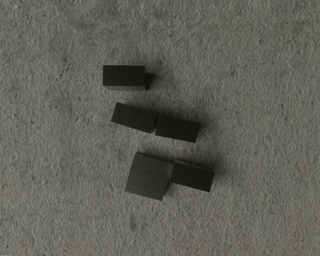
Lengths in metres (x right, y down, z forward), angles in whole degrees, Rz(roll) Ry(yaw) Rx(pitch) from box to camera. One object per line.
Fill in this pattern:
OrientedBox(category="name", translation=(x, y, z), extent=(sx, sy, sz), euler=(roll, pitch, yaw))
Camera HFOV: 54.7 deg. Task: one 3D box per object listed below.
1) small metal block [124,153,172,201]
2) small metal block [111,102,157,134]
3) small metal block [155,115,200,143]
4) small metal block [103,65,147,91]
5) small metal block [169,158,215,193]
OrientedBox(category="small metal block", translation=(-0.015, 0.064, 0.410), extent=(0.050, 0.025, 0.050), euler=(15, 90, 0))
OrientedBox(category="small metal block", translation=(-0.031, -0.012, 0.397), extent=(0.050, 0.050, 0.025), euler=(17, 90, 0))
OrientedBox(category="small metal block", translation=(0.021, 0.001, 0.397), extent=(0.050, 0.050, 0.025), euler=(11, 90, 0))
OrientedBox(category="small metal block", translation=(-0.043, -0.063, 0.397), extent=(0.050, 0.050, 0.025), euler=(1, 90, 0))
OrientedBox(category="small metal block", translation=(0.039, 0.059, 0.398), extent=(0.050, 0.050, 0.025), euler=(15, 90, 0))
